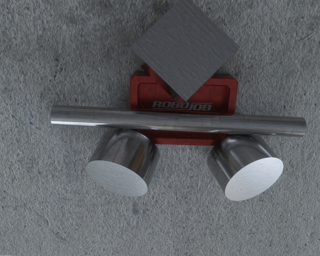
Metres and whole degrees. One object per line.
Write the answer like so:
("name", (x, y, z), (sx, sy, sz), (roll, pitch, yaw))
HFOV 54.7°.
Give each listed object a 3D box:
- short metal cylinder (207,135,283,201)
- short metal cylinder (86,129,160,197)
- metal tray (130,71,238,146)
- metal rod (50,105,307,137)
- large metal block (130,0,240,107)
("short metal cylinder", (0.108, 0.049, 0.399), (0.081, 0.050, 0.079), (-14, 135, -14))
("short metal cylinder", (-0.046, 0.045, 0.394), (0.080, 0.050, 0.080), (13, 143, 11))
("metal tray", (0.028, -0.025, 0.400), (0.131, 0.030, 0.089), (2, 110, -1))
("metal rod", (0.023, -0.008, 0.376), (0.302, 0.025, 0.025), (3, 110, -2))
("large metal block", (0.026, -0.082, 0.345), (0.080, 0.050, 0.080), (45, 87, 2))
